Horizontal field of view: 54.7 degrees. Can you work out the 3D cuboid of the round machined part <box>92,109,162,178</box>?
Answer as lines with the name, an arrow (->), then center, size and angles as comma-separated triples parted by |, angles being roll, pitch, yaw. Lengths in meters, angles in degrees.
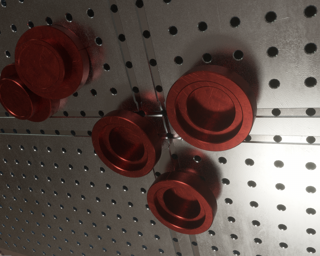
round machined part -> -0.042, 0.017, 0.432 | 0.098, 0.042, 0.097 | 13, 124, 20

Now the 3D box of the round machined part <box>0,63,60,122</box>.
round machined part -> -0.208, -0.051, 0.475 | 0.098, 0.042, 0.097 | 13, 124, 20

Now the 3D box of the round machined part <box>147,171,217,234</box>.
round machined part -> 0.034, 0.101, 0.444 | 0.098, 0.042, 0.097 | 13, 124, 20

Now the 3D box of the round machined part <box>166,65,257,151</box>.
round machined part -> 0.060, -0.025, 0.352 | 0.098, 0.042, 0.097 | 13, 124, 20

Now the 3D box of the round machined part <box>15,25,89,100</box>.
round machined part -> -0.148, -0.084, 0.408 | 0.098, 0.042, 0.097 | 4, 111, 11
